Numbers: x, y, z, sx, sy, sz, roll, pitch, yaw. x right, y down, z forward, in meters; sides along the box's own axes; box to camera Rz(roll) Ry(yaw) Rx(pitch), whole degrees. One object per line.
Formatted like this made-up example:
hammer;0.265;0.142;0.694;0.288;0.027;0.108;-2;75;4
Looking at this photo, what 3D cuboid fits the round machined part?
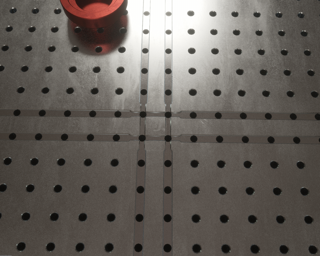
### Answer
round machined part;-0.098;-0.192;0.472;0.099;0.042;0.098;0;70;-1
